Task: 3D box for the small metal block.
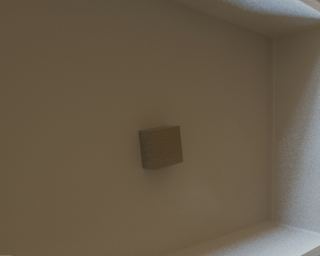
[{"bbox_3d":[0.002,0.025,0.410,0.050,0.025,0.050,-10,97,-40],"label":"small metal block"}]
